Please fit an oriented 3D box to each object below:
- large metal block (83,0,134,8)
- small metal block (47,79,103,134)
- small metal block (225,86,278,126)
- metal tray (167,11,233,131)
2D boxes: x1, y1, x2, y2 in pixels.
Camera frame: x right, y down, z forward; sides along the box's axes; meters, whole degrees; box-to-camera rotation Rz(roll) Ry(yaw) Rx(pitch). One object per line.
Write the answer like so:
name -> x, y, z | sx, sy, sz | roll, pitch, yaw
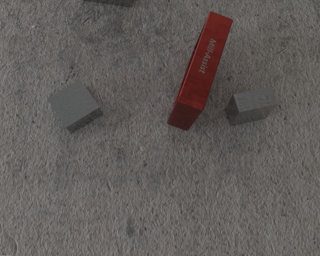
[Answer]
large metal block -> -0.080, -0.234, 0.464 | 0.080, 0.080, 0.050 | 9, 71, 3
small metal block -> -0.114, -0.029, 0.418 | 0.050, 0.025, 0.050 | -33, 74, -12
small metal block -> 0.118, -0.027, 0.406 | 0.050, 0.050, 0.025 | -12, 71, -4
metal tray -> 0.049, -0.070, 0.397 | 0.030, 0.090, 0.130 | 21, 71, -1
